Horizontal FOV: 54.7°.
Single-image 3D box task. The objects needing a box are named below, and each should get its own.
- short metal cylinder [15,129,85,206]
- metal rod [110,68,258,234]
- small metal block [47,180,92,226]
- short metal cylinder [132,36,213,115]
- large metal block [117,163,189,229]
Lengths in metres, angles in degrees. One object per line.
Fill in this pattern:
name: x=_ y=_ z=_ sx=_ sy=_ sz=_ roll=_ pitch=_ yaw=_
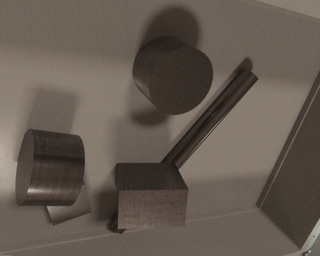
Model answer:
short metal cylinder: x=-0.120 y=0.044 z=0.335 sx=0.050 sy=0.080 sz=0.079 roll=10 pitch=113 yaw=-33
metal rod: x=0.031 y=0.037 z=0.450 sx=0.299 sy=0.025 sz=0.025 roll=-49 pitch=129 yaw=6
small metal block: x=-0.120 y=0.092 z=0.401 sx=0.050 sy=0.025 sz=0.050 roll=-16 pitch=125 yaw=-20
short metal cylinder: x=0.014 y=-0.062 z=0.364 sx=0.081 sy=0.050 sz=0.079 roll=-14 pitch=125 yaw=-21
large metal block: x=-0.014 y=0.084 z=0.400 sx=0.081 sy=0.080 sz=0.050 roll=1 pitch=106 yaw=-10
